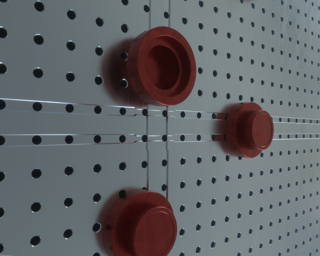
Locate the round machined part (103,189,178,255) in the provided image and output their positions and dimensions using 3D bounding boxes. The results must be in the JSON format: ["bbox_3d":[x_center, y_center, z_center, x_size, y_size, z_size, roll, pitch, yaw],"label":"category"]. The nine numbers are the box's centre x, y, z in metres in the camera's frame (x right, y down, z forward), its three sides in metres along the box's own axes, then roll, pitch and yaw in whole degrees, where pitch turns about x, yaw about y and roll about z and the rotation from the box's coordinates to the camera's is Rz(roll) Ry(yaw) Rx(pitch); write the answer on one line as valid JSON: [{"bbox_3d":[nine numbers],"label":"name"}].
[{"bbox_3d":[-0.017,0.128,0.386,0.099,0.042,0.097,0,90,-40],"label":"round machined part"}]

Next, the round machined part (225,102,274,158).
[{"bbox_3d":[0.161,0.004,0.536,0.099,0.042,0.097,0,90,-40],"label":"round machined part"}]

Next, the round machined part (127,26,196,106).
[{"bbox_3d":[-0.002,-0.076,0.398,0.099,0.042,0.097,0,90,-40],"label":"round machined part"}]
